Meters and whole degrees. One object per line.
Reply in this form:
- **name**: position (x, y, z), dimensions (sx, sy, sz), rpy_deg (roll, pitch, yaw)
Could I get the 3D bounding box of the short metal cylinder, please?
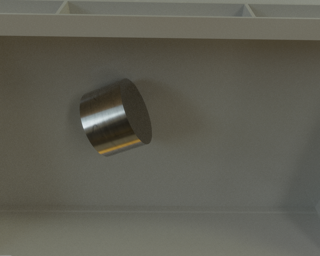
- **short metal cylinder**: position (-0.049, -0.012, 0.362), dimensions (0.050, 0.080, 0.080), rpy_deg (-19, 128, 15)
